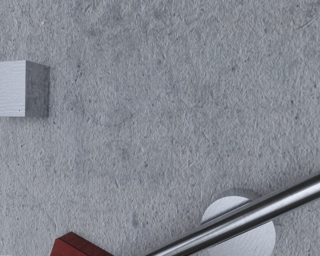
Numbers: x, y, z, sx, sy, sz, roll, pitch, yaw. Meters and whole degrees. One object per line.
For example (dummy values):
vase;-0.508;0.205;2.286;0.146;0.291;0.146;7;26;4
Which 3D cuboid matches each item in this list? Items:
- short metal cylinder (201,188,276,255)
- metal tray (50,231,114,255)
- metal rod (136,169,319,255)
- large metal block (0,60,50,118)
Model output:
short metal cylinder;0.093;0.114;0.363;0.080;0.050;0.079;0;90;20
metal tray;-0.125;0.231;0.450;0.090;0.030;0.129;22;97;18
metal rod;0.045;0.121;0.339;0.300;0.025;0.025;-31;80;17
large metal block;-0.219;-0.057;0.473;0.080;0.050;0.079;1;90;20
